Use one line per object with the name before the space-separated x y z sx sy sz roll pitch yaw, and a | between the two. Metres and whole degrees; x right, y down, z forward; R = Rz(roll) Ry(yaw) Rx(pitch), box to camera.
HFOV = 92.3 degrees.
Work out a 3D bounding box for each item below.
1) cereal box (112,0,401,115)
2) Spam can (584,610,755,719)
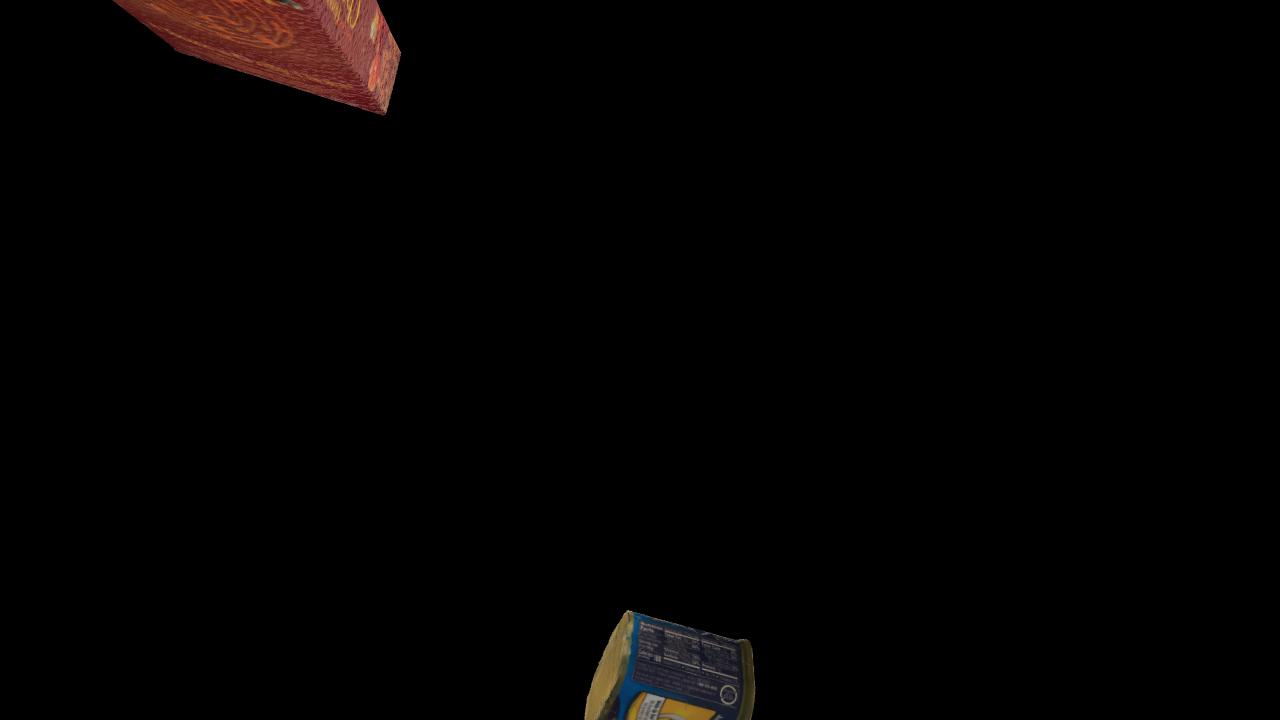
cereal box | -0.317 -0.296 0.463 0.203 0.081 0.306 14 1 -11
Spam can | 0.016 0.218 0.399 0.085 0.101 0.058 17 30 -5
